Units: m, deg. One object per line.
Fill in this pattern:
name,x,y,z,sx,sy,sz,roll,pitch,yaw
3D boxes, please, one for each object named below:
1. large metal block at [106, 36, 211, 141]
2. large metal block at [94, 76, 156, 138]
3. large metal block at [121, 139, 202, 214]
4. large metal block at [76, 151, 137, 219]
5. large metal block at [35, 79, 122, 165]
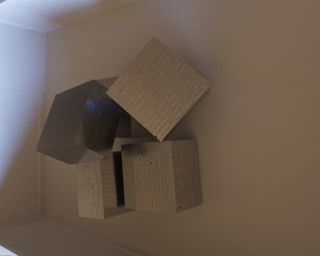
large metal block,0.001,-0.042,0.353,0.080,0.050,0.080,42,95,6
large metal block,-0.051,-0.027,0.428,0.080,0.050,0.079,-1,89,39
large metal block,0.001,0.057,0.383,0.080,0.050,0.080,-7,86,39
large metal block,-0.063,0.072,0.419,0.050,0.081,0.080,-8,85,39
large metal block,-0.098,-0.004,0.382,0.080,0.050,0.080,-12,57,39
